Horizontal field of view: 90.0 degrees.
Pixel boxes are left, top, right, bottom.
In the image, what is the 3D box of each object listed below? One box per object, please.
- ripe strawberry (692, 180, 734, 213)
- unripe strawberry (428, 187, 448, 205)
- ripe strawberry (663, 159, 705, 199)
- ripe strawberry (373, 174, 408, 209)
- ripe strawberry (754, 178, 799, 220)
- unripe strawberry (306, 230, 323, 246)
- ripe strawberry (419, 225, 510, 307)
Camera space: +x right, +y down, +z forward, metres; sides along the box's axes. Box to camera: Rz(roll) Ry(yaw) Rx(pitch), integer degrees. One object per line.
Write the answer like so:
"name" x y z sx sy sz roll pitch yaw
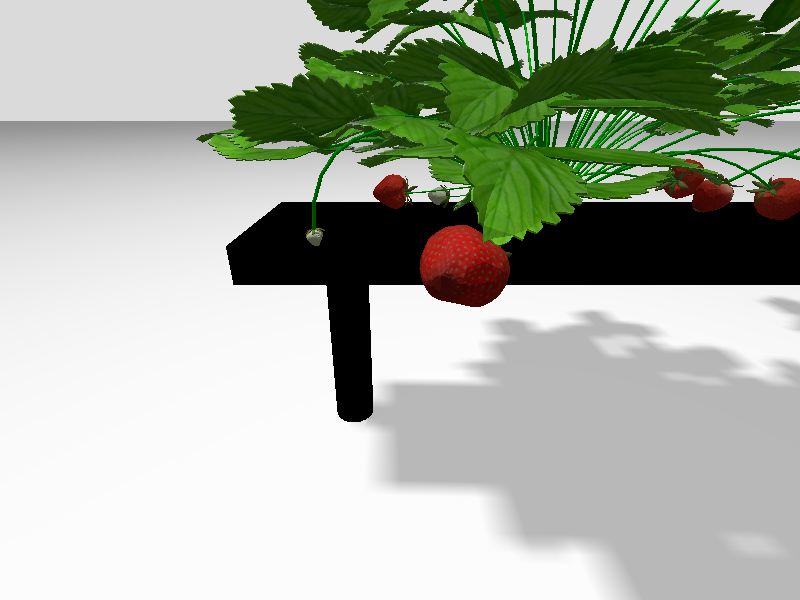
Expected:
"ripe strawberry" 0.287 -0.095 0.370 0.030 0.031 0.029 37 23 -12
"unripe strawberry" 0.037 -0.103 0.395 0.019 0.017 0.019 14 29 27
"ripe strawberry" 0.299 -0.126 0.418 0.038 0.040 0.035 -11 28 -23
"ripe strawberry" -0.009 -0.102 0.377 0.031 0.031 0.035 6 26 13
"ripe strawberry" 0.330 -0.086 0.347 0.035 0.035 0.033 32 22 -14
"unripe strawberry" -0.051 -0.037 0.240 0.010 0.010 0.011 -16 30 -30
"ripe strawberry" 0.028 -0.015 0.187 0.043 0.037 0.043 14 29 26
